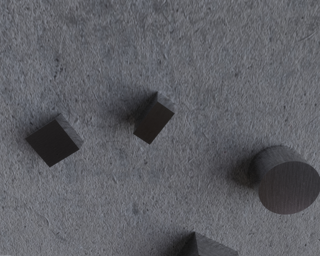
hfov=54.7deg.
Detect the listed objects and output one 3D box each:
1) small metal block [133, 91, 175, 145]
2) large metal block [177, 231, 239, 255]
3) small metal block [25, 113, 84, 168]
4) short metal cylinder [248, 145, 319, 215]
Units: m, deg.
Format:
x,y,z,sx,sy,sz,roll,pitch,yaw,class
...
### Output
x,y,z,sx,sy,sz,roll,pitch,yaw,class
-0.008,-0.014,0.391,0.025,0.050,0.050,35,106,-12,small metal block
0.070,0.221,0.479,0.080,0.050,0.080,28,108,-10,large metal block
-0.140,0.017,0.415,0.050,0.025,0.050,-31,108,10,small metal block
0.168,0.070,0.424,0.081,0.050,0.079,0,110,0,short metal cylinder
